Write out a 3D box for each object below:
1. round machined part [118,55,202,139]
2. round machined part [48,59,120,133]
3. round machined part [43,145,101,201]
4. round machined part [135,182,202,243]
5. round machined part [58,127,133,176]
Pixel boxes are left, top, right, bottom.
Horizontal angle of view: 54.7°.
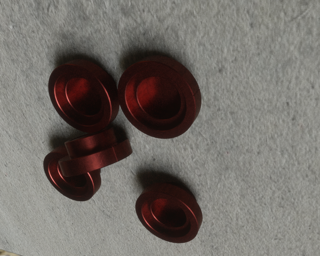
[{"bbox_3d":[0.003,-0.039,0.369,0.098,0.042,0.097,13,124,20],"label":"round machined part"},{"bbox_3d":[-0.096,-0.046,0.417,0.098,0.042,0.097,13,124,20],"label":"round machined part"},{"bbox_3d":[-0.138,0.069,0.509,0.098,0.042,0.097,13,124,20],"label":"round machined part"},{"bbox_3d":[0.016,0.120,0.460,0.098,0.042,0.097,13,124,20],"label":"round machined part"},{"bbox_3d":[-0.091,0.028,0.426,0.098,0.099,0.042,-13,97,33],"label":"round machined part"}]
